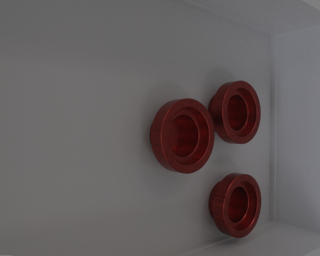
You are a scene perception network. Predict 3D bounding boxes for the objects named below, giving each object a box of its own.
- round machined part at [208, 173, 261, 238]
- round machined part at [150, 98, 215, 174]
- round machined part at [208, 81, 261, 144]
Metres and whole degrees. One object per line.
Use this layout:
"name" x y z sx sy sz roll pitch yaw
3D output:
"round machined part" 0.115 0.120 0.492 0.099 0.042 0.097 0 90 -40
"round machined part" 0.026 0.010 0.417 0.099 0.042 0.097 0 90 -40
"round machined part" 0.114 -0.024 0.491 0.099 0.042 0.097 0 90 -40
